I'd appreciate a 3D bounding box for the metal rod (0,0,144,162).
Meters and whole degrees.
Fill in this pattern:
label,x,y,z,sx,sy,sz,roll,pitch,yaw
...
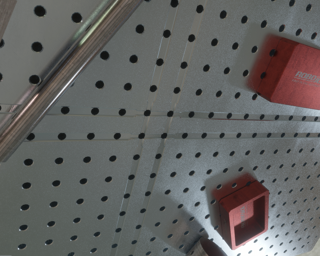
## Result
label,x,y,z,sx,sy,sz,roll,pitch,yaw
metal rod,-0.075,-0.082,0.318,0.300,0.025,0.025,-48,129,5

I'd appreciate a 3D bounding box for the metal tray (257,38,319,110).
label,x,y,z,sx,sy,sz,roll,pitch,yaw
metal tray,0.222,-0.080,0.480,0.131,0.030,0.089,5,116,-31

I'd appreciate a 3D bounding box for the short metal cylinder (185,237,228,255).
label,x,y,z,sx,sy,sz,roll,pitch,yaw
short metal cylinder,0.091,0.254,0.583,0.080,0.080,0.050,31,101,-38

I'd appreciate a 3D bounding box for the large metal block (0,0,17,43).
label,x,y,z,sx,sy,sz,roll,pitch,yaw
large metal block,-0.172,-0.088,0.246,0.080,0.050,0.080,19,108,-36

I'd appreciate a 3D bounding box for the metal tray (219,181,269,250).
label,x,y,z,sx,sy,sz,roll,pitch,yaw
metal tray,0.166,0.173,0.605,0.091,0.030,0.129,-24,127,-14
